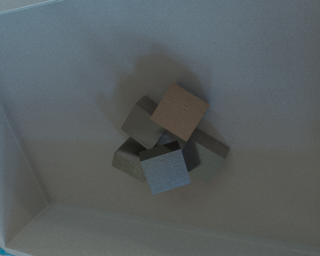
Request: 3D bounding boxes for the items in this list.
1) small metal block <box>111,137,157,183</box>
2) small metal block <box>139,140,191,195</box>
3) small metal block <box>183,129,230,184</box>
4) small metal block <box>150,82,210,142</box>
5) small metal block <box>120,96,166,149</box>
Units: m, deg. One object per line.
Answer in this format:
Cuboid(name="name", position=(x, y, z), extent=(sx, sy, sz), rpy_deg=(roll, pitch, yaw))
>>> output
Cuboid(name="small metal block", position=(-0.031, 0.041, 0.429), extent=(0.050, 0.050, 0.025), rpy_deg=(26, 127, 11))
Cuboid(name="small metal block", position=(0.006, 0.049, 0.386), extent=(0.050, 0.025, 0.050), rpy_deg=(-18, 113, 0))
Cuboid(name="small metal block", position=(0.054, 0.037, 0.399), extent=(0.050, 0.025, 0.050), rpy_deg=(31, 128, 8))
Cuboid(name="small metal block", position=(0.024, -0.019, 0.367), extent=(0.050, 0.025, 0.050), rpy_deg=(32, 95, 6))
Cuboid(name="small metal block", position=(-0.017, -0.006, 0.409), extent=(0.050, 0.025, 0.050), rpy_deg=(37, 129, 2))
